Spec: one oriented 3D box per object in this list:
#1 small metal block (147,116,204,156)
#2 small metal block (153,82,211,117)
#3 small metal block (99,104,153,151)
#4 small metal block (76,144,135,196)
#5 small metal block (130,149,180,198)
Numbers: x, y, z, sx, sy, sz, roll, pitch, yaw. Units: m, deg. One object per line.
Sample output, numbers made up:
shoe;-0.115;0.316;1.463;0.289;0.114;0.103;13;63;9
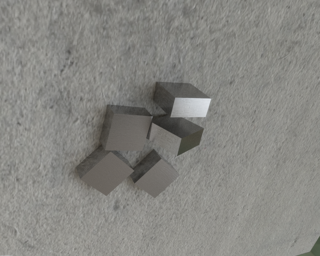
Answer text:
small metal block;0.019;0.007;0.397;0.050;0.050;0.025;-21;131;-48
small metal block;0.026;-0.036;0.385;0.050;0.050;0.025;-2;119;-28
small metal block;-0.043;0.000;0.385;0.050;0.025;0.050;3;117;-30
small metal block;-0.071;0.053;0.403;0.050;0.025;0.050;-42;130;1
small metal block;-0.008;0.066;0.445;0.050;0.025;0.050;-43;130;1
